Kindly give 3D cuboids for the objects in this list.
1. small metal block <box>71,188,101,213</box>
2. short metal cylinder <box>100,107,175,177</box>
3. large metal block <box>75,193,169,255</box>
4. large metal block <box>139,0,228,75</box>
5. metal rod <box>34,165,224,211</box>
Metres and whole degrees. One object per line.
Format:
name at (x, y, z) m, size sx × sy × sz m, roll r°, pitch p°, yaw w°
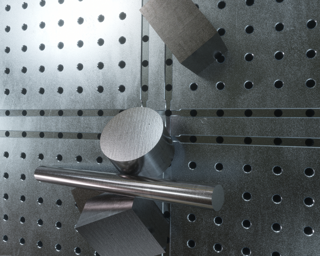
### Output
small metal block at (-0.092, 0.101, 0.444) m, size 0.050 × 0.025 × 0.050 m, roll -28°, pitch 81°, yaw 17°
short metal cylinder at (-0.027, 0.020, 0.388) m, size 0.080 × 0.050 × 0.080 m, roll -11°, pitch 50°, yaw 14°
large metal block at (-0.045, 0.124, 0.396) m, size 0.080 × 0.050 × 0.080 m, roll -24°, pitch 115°, yaw 18°
large metal block at (0.032, -0.116, 0.372) m, size 0.050 × 0.080 × 0.080 m, roll -39°, pitch 78°, yaw 16°
metal rod at (-0.063, 0.068, 0.384) m, size 0.300 × 0.025 × 0.025 m, roll -1°, pitch 90°, yaw 38°
